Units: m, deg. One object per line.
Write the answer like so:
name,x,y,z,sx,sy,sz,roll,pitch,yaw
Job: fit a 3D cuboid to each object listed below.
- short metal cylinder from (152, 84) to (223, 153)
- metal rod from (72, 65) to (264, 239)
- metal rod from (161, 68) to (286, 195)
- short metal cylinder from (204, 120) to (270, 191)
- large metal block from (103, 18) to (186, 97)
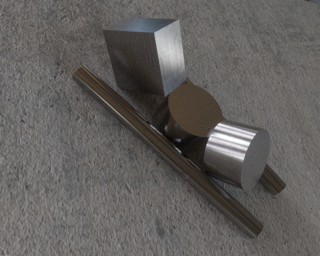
short metal cylinder,0.036,-0.012,0.416,0.081,0.050,0.080,14,56,-21
metal rod,0.010,0.030,0.391,0.300,0.025,0.025,42,51,0
metal rod,0.071,-0.023,0.457,0.300,0.025,0.025,48,51,6
short metal cylinder,0.099,0.034,0.395,0.050,0.079,0.081,17,39,37
large metal block,-0.018,-0.093,0.397,0.080,0.080,0.050,15,41,34
